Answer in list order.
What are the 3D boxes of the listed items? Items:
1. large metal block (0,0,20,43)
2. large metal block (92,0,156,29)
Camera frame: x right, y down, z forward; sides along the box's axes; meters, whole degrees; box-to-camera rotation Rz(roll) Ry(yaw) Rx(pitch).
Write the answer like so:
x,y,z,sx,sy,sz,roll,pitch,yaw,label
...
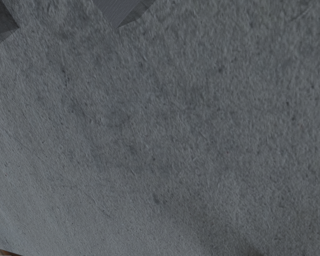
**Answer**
x,y,z,sx,sy,sz,roll,pitch,yaw,label
-0.259,-0.153,0.430,0.080,0.050,0.080,-18,109,34,large metal block
-0.035,-0.162,0.308,0.080,0.050,0.080,-35,99,38,large metal block
